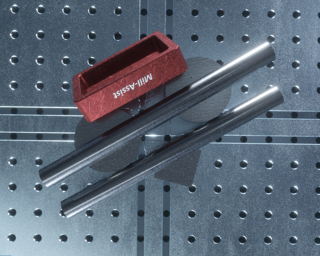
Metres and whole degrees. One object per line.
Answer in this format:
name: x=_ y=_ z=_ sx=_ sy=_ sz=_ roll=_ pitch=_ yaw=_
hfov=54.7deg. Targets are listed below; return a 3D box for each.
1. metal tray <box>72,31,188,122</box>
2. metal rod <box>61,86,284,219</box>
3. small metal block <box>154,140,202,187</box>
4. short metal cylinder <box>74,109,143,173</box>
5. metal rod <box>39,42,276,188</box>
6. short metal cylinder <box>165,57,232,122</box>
metal tray: x=-0.041 y=-0.067 z=0.379 sx=0.130 sy=0.090 sz=0.030 roll=-29 pitch=122 yaw=-1
metal rod: x=0.016 y=0.030 z=0.387 sx=0.301 sy=0.025 sz=0.025 roll=-29 pitch=90 yaw=-1
small metal block: x=0.023 y=0.046 z=0.413 sx=0.050 sy=0.025 sz=0.050 roll=15 pitch=90 yaw=-1
short metal cylinder: x=-0.064 y=0.014 z=0.400 sx=0.081 sy=0.050 sz=0.079 roll=0 pitch=90 yaw=-1
metal rod: x=-0.003 y=-0.016 z=0.362 sx=0.301 sy=0.025 sz=0.025 roll=-30 pitch=90 yaw=-1
short metal cylinder: x=0.047 y=-0.047 z=0.402 sx=0.081 sy=0.050 sz=0.079 roll=0 pitch=90 yaw=-1
